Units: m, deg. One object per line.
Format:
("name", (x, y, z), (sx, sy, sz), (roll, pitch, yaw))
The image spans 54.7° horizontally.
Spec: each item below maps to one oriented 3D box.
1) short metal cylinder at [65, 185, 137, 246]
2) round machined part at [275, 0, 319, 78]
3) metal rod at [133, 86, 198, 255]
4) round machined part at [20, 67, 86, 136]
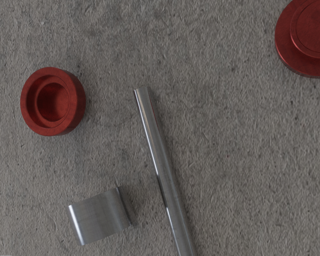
("short metal cylinder", (-0.077, 0.113, 0.407), (0.080, 0.080, 0.050), (-23, 82, 18))
("round machined part", (0.177, -0.106, 0.337), (0.098, 0.042, 0.097), (0, 90, 20))
("metal rod", (0.016, 0.091, 0.403), (0.025, 0.025, 0.299), (-18, 84, 19))
("round machined part", (-0.150, -0.037, 0.453), (0.098, 0.042, 0.097), (0, 90, 20))
